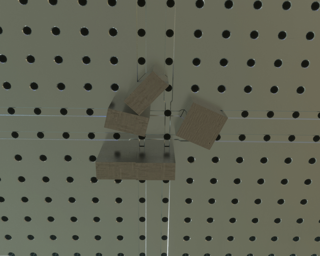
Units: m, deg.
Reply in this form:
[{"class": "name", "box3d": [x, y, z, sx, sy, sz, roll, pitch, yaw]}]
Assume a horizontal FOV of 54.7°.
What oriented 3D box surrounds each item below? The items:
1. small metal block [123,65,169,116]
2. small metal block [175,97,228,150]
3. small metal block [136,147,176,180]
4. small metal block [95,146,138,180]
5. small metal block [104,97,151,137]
[{"class": "small metal block", "box3d": [-0.016, -0.048, 0.382, 0.025, 0.050, 0.050, 42, 104, -13]}, {"class": "small metal block", "box3d": [0.054, -0.006, 0.412, 0.050, 0.025, 0.050, 23, 108, -9]}, {"class": "small metal block", "box3d": [-0.006, 0.047, 0.417, 0.050, 0.050, 0.025, 0, 110, -1]}, {"class": "small metal block", "box3d": [-0.056, 0.046, 0.416, 0.050, 0.050, 0.025, 0, 110, -1]}, {"class": "small metal block", "box3d": [-0.040, -0.015, 0.394, 0.050, 0.050, 0.025, 13, 110, -5]}]
